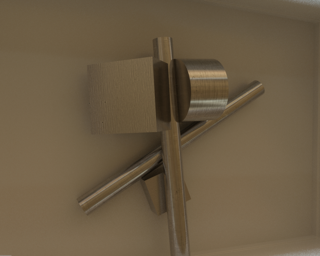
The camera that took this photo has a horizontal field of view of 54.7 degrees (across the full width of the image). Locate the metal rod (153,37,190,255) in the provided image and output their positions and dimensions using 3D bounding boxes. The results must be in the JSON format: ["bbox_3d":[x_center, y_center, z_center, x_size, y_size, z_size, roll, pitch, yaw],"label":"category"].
[{"bbox_3d":[0.016,0.038,0.388,0.025,0.025,0.298,-5,91,-20],"label":"metal rod"}]

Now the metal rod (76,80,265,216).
[{"bbox_3d":[0.027,0.018,0.419,0.302,0.025,0.025,-33,101,-17],"label":"metal rod"}]

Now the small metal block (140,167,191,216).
[{"bbox_3d":[0.007,0.081,0.413,0.050,0.025,0.050,-23,98,-19],"label":"small metal block"}]

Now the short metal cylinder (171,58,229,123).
[{"bbox_3d":[0.044,-0.048,0.396,0.050,0.080,0.079,-5,92,-22],"label":"short metal cylinder"}]

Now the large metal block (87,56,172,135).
[{"bbox_3d":[-0.035,-0.035,0.363,0.080,0.050,0.079,-3,91,20],"label":"large metal block"}]
